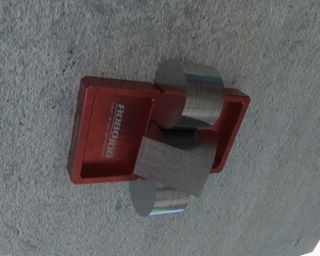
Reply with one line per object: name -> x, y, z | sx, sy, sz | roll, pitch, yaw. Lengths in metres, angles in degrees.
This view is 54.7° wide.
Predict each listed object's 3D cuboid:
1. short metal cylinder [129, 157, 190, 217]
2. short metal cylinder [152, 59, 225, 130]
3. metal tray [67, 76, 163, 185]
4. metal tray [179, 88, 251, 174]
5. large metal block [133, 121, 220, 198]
short metal cylinder -> -0.002, 0.076, 0.419 | 0.050, 0.080, 0.079 | 2, 118, -30
short metal cylinder -> 0.030, -0.038, 0.366 | 0.050, 0.080, 0.079 | 2, 118, -30
metal tray -> -0.057, 0.006, 0.378 | 0.091, 0.030, 0.129 | 1, 118, -29
metal tray -> 0.066, 0.006, 0.445 | 0.091, 0.030, 0.129 | 1, 118, -29
large metal block -> 0.023, 0.029, 0.377 | 0.080, 0.080, 0.050 | 19, 115, 7
